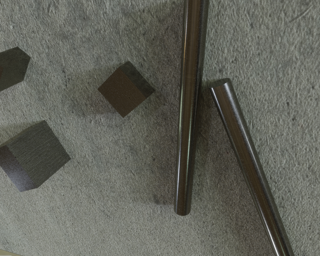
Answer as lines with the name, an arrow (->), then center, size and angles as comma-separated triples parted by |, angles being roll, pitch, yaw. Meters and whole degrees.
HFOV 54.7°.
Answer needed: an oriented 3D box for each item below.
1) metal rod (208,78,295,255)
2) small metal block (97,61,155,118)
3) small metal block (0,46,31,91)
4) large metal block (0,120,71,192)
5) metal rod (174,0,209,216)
metal rod -> 0.125, 0.078, 0.388 | 0.025, 0.025, 0.299 | -13, 112, 33
small metal block -> -0.044, -0.049, 0.398 | 0.050, 0.025, 0.050 | 49, 128, -7
small metal block -> -0.223, -0.086, 0.452 | 0.025, 0.050, 0.050 | 40, 129, 1
large metal block -> -0.208, 0.045, 0.506 | 0.050, 0.080, 0.080 | -18, 109, 35
metal rod -> 0.035, -0.004, 0.384 | 0.025, 0.025, 0.298 | 14, 124, 20
